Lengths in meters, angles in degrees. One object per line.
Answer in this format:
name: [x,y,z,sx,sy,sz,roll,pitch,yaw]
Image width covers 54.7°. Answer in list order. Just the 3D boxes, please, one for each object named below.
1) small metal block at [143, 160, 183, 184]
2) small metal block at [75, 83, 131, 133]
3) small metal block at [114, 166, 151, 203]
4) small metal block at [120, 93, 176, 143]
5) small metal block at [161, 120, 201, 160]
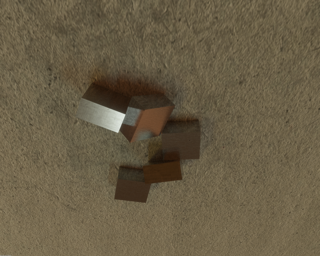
small metal block: [0.006,0.060,0.439,0.050,0.050,0.025,-8,90,6]
small metal block: [-0.065,-0.025,0.363,0.050,0.050,0.025,21,116,-9]
small metal block: [-0.042,0.089,0.482,0.050,0.025,0.050,9,130,-8]
small metal block: [-0.016,-0.013,0.376,0.050,0.025,0.050,-12,139,-45]
small metal block: [0.028,0.017,0.422,0.050,0.025,0.050,-2,131,1]
